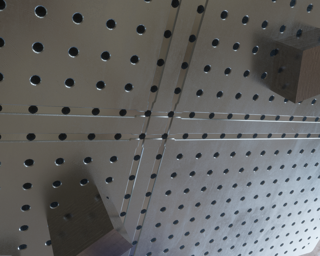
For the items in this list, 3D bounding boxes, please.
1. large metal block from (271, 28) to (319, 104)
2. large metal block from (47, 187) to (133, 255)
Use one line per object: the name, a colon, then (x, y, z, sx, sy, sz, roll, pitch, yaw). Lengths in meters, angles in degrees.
large metal block: (0.216, -0.092, 0.455, 0.081, 0.050, 0.080, -20, 126, -17)
large metal block: (-0.094, 0.139, 0.410, 0.080, 0.080, 0.050, -35, 129, -5)
